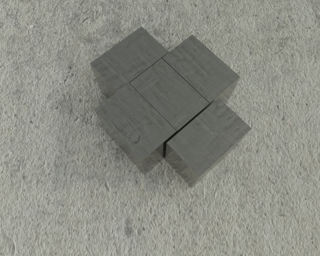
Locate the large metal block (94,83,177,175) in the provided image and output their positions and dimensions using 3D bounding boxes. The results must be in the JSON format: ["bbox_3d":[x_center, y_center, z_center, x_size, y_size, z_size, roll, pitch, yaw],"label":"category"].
[{"bbox_3d":[-0.028,0.005,0.379,0.050,0.080,0.080,-41,75,-13],"label":"large metal block"}]

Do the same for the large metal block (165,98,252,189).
[{"bbox_3d":[0.054,0.022,0.373,0.080,0.080,0.050,-40,75,-13],"label":"large metal block"}]

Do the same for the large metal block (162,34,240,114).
[{"bbox_3d":[0.048,-0.058,0.403,0.050,0.080,0.080,-41,75,-13],"label":"large metal block"}]

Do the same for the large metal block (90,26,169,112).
[{"bbox_3d":[-0.036,-0.070,0.406,0.080,0.080,0.050,-40,75,-13],"label":"large metal block"}]

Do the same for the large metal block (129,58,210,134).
[{"bbox_3d":[0.010,-0.027,0.390,0.050,0.080,0.080,-41,75,-13],"label":"large metal block"}]
